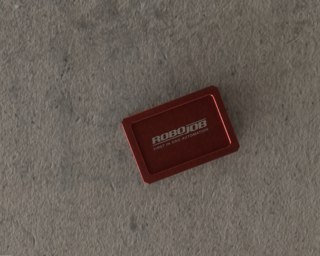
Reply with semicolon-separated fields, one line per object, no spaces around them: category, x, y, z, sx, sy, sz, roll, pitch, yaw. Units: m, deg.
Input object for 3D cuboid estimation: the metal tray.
metal tray;0.026;0.008;0.407;0.131;0.030;0.090;-21;90;0
